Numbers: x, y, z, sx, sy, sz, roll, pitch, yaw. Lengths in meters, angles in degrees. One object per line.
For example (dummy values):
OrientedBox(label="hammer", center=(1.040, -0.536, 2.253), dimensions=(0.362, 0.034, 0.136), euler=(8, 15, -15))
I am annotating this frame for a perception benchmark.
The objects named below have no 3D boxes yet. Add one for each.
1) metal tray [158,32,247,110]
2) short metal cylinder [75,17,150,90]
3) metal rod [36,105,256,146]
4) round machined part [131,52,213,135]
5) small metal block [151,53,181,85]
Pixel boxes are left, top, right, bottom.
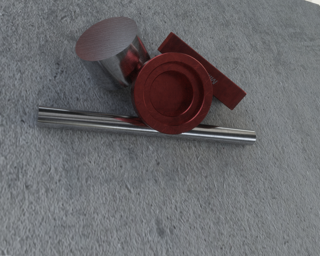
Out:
OrientedBox(label="metal tray", center=(0.061, -0.083, 0.452), dimensions=(0.130, 0.030, 0.090), euler=(39, 13, -2))
OrientedBox(label="short metal cylinder", center=(-0.058, -0.094, 0.390), dimensions=(0.080, 0.050, 0.080), euler=(-10, 52, 13))
OrientedBox(label="metal rod", center=(0.001, 0.001, 0.405), dimensions=(0.302, 0.025, 0.025), euler=(6, 59, -25))
OrientedBox(label="round machined part", center=(0.012, -0.043, 0.387), dimensions=(0.099, 0.042, 0.097), euler=(-2, 97, -16))
OrientedBox(label="small metal block", center=(-0.002, -0.069, 0.428), dimensions=(0.050, 0.050, 0.025), euler=(21, 54, -16))
